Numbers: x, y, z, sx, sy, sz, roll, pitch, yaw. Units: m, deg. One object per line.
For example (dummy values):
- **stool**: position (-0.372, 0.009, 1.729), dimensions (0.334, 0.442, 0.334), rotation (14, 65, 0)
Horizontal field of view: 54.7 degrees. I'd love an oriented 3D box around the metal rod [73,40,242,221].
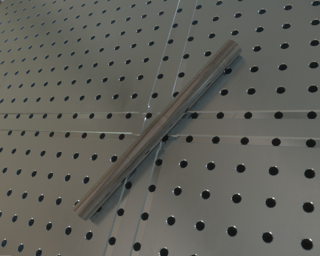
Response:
- **metal rod**: position (0.000, -0.001, 0.407), dimensions (0.300, 0.025, 0.025), rotation (-47, 52, -6)
